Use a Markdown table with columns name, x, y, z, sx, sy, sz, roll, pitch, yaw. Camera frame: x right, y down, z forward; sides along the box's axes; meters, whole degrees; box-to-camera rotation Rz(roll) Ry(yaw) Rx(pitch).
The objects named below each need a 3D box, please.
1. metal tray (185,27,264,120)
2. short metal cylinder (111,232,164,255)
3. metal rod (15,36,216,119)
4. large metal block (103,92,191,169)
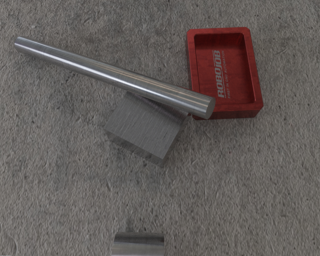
| name | x | y | z | sx | sy | sz | roll | pitch | yaw |
| --- | --- | --- | --- | --- | --- | --- | --- | --- | --- |
| metal tray | 0.086 | -0.078 | 0.434 | 0.091 | 0.030 | 0.130 | -3 | 70 | -1 |
| short metal cylinder | -0.022 | 0.151 | 0.324 | 0.050 | 0.080 | 0.080 | 2 | 70 | 1 |
| metal rod | -0.074 | -0.072 | 0.392 | 0.300 | 0.025 | 0.025 | 22 | 71 | 24 |
| large metal block | -0.013 | -0.006 | 0.397 | 0.080 | 0.050 | 0.080 | 27 | 72 | 9 |
